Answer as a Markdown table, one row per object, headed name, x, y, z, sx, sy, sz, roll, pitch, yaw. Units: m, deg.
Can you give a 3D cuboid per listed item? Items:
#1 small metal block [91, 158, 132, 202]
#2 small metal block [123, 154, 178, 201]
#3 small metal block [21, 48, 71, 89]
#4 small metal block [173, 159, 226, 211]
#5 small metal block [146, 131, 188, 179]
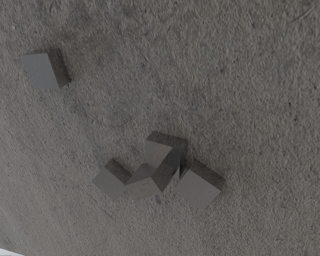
| name | x | y | z | sx | sy | sz | roll | pitch | yaw |
| --- | --- | --- | --- | --- | --- | --- | --- | --- | --- |
| small metal block | -0.075 | 0.084 | 0.498 | 0.050 | 0.025 | 0.050 | 41 | 129 | -1 |
| small metal block | -0.012 | 0.065 | 0.405 | 0.050 | 0.050 | 0.025 | -25 | 105 | 37 |
| small metal block | -0.162 | -0.084 | 0.440 | 0.050 | 0.025 | 0.050 | 3 | 120 | 27 |
| small metal block | 0.054 | 0.078 | 0.427 | 0.050 | 0.025 | 0.050 | 34 | 129 | 5 |
| small metal block | 0.009 | 0.037 | 0.425 | 0.050 | 0.025 | 0.050 | 14 | 124 | 20 |
